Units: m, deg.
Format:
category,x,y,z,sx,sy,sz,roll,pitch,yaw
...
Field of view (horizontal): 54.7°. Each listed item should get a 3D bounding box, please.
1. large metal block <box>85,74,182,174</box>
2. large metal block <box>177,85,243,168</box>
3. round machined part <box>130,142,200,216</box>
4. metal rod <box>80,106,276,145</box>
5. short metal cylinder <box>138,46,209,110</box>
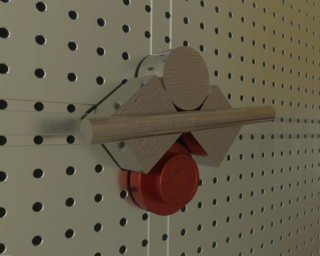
category,x,y,z,sx,sy,sz,roll,pitch,yaw
large metal block,-0.026,-0.006,0.366,0.080,0.050,0.080,-47,120,-30
large metal block,0.062,-0.003,0.437,0.080,0.050,0.080,50,62,-29
round machined part,0.013,0.066,0.405,0.099,0.042,0.097,0,90,-40
metal rod,0.049,-0.009,0.378,0.302,0.025,0.025,-6,94,-39
short metal cylinder,0.018,-0.062,0.403,0.081,0.050,0.079,0,90,-40
